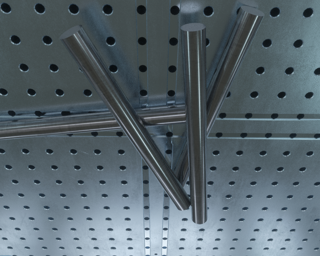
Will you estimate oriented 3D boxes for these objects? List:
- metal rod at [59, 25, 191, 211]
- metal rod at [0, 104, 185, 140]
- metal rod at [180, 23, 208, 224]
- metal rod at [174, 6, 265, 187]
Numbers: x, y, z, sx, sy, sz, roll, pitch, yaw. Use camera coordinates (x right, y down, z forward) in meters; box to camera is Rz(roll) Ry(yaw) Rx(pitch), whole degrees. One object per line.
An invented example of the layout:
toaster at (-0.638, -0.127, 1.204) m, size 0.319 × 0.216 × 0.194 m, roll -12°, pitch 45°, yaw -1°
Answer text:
metal rod at (-0.025, 0.012, 0.386) m, size 0.025 × 0.025 × 0.299 m, roll -19°, pitch 128°, yaw 15°
metal rod at (-0.111, -0.005, 0.405) m, size 0.301 × 0.025 × 0.025 m, roll -5°, pitch 130°, yaw 4°
metal rod at (0.047, 0.020, 0.395) m, size 0.025 × 0.025 × 0.298 m, roll -4°, pitch 126°, yaw 3°
metal rod at (0.057, -0.007, 0.405) m, size 0.025 × 0.025 × 0.298 m, roll 11°, pitch 129°, yaw -9°
